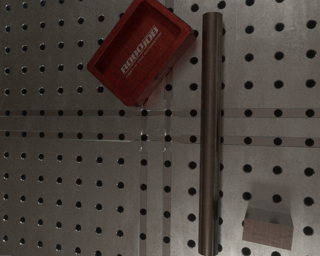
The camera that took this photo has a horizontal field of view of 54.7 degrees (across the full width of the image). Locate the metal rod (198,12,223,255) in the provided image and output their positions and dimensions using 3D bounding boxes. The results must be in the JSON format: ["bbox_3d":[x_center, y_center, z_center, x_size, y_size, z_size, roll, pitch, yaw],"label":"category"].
[{"bbox_3d":[0.063,0.008,0.389,0.025,0.025,0.298,1,90,19],"label":"metal rod"}]

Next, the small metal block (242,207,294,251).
[{"bbox_3d":[0.124,0.114,0.356,0.050,0.050,0.025,6,92,19],"label":"small metal block"}]

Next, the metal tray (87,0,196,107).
[{"bbox_3d":[-0.027,-0.103,0.418,0.090,0.030,0.130,43,103,14],"label":"metal tray"}]
